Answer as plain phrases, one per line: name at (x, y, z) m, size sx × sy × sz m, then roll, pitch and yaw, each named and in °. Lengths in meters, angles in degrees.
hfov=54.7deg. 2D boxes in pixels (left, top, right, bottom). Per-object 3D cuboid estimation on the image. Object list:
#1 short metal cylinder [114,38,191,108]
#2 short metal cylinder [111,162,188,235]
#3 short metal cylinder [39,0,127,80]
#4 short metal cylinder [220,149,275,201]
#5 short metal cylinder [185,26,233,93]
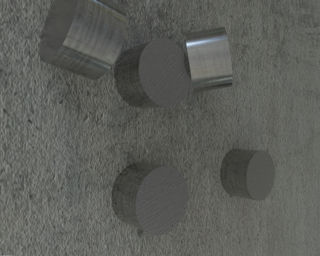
short metal cylinder at (-0.008, -0.065, 0.381) m, size 0.081 × 0.050 × 0.080 m, roll 0°, pitch 90°, yaw -40°
short metal cylinder at (-0.012, 0.084, 0.379) m, size 0.081 × 0.050 × 0.080 m, roll 0°, pitch 90°, yaw -40°
short metal cylinder at (-0.077, -0.093, 0.304) m, size 0.050 × 0.080 × 0.080 m, roll 17°, pitch 79°, yaw -39°
short metal cylinder at (0.145, 0.075, 0.510) m, size 0.081 × 0.050 × 0.080 m, roll 0°, pitch 90°, yaw -40°
short metal cylinder at (0.065, -0.091, 0.416) m, size 0.080 × 0.050 × 0.080 m, roll -9°, pitch 91°, yaw -82°
